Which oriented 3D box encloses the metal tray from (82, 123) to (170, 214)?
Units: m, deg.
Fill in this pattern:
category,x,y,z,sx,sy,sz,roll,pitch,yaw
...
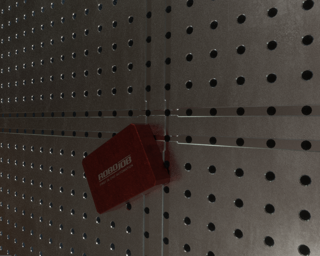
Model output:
category,x,y,z,sx,sy,sz,roll,pitch,yaw
metal tray,-0.055,0.061,0.449,0.130,0.030,0.090,-34,69,34
